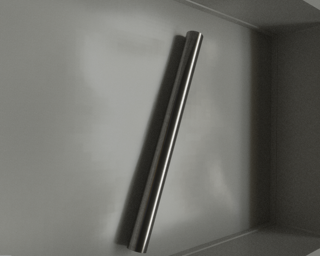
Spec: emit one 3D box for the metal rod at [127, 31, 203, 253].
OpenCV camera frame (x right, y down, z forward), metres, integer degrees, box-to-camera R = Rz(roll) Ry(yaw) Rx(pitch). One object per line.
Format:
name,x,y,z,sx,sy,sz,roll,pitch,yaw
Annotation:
metal rod,0.011,0.008,0.411,0.025,0.025,0.299,25,74,-37
